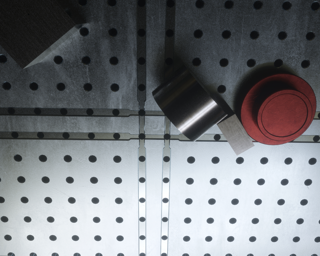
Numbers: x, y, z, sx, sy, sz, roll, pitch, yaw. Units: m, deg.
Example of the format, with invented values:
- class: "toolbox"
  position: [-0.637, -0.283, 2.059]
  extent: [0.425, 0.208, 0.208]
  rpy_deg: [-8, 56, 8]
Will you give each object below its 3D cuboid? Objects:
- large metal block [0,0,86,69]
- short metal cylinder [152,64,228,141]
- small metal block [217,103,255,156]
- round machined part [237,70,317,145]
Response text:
- class: "large metal block"
  position: [-0.146, -0.127, 0.351]
  extent: [0.080, 0.050, 0.080]
  rpy_deg: [-35, 107, 11]
- class: "short metal cylinder"
  position: [0.036, -0.030, 0.374]
  extent: [0.050, 0.080, 0.080]
  rpy_deg: [-40, 106, 13]
- class: "small metal block"
  position: [0.093, 0.000, 0.402]
  extent: [0.025, 0.050, 0.050]
  rpy_deg: [-32, 107, 11]
- class: "round machined part"
  position: [0.153, -0.022, 0.399]
  extent: [0.099, 0.042, 0.097]
  rpy_deg: [0, 110, -1]
